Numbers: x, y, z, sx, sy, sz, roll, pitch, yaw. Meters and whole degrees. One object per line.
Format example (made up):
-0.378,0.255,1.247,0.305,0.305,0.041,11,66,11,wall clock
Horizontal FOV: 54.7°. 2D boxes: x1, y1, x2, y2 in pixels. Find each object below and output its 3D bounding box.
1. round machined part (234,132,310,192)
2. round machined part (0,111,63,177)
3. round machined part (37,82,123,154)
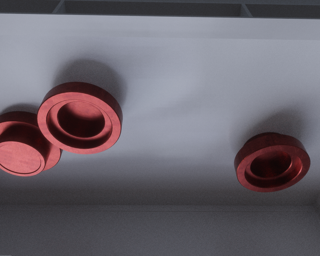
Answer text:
0.154,0.044,0.438,0.099,0.042,0.097,-1,130,0,round machined part
-0.185,0.028,0.419,0.099,0.042,0.097,-1,130,0,round machined part
-0.095,-0.016,0.383,0.099,0.042,0.097,-1,130,0,round machined part
